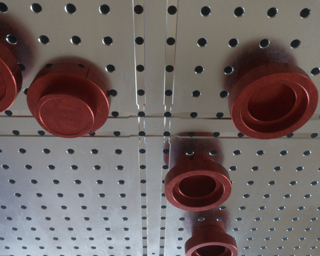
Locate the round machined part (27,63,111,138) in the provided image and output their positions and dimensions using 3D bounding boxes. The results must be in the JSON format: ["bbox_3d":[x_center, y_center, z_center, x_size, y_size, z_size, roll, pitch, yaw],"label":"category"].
[{"bbox_3d":[-0.112,-0.026,0.377,0.099,0.042,0.097,-1,130,0],"label":"round machined part"}]

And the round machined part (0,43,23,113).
[{"bbox_3d":[-0.203,-0.064,0.343,0.099,0.042,0.097,-1,130,0],"label":"round machined part"}]

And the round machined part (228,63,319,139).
[{"bbox_3d":[0.131,-0.036,0.372,0.099,0.042,0.097,-1,130,0],"label":"round machined part"}]

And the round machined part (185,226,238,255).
[{"bbox_3d":[0.096,0.224,0.593,0.099,0.042,0.097,-1,130,0],"label":"round machined part"}]

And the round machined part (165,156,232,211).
[{"bbox_3d":[0.056,0.081,0.470,0.099,0.042,0.097,-1,130,0],"label":"round machined part"}]
